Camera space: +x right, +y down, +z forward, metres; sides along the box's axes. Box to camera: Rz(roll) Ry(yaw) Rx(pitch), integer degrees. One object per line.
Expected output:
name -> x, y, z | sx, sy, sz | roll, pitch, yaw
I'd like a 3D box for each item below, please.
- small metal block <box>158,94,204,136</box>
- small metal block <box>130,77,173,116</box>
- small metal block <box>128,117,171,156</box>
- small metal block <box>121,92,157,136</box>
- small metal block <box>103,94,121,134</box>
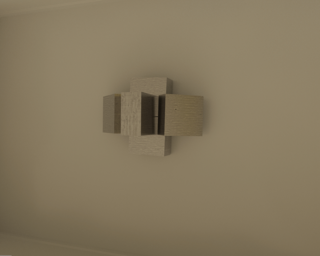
small metal block -> 0.025, -0.016, 0.387 | 0.050, 0.025, 0.050 | 1, 91, -20
small metal block -> -0.012, -0.040, 0.412 | 0.050, 0.025, 0.050 | 3, 91, 19
small metal block -> -0.013, 0.010, 0.413 | 0.050, 0.025, 0.050 | 3, 91, 20
small metal block -> -0.025, -0.016, 0.377 | 0.025, 0.050, 0.050 | 1, 90, 19
small metal block -> -0.057, -0.018, 0.414 | 0.050, 0.025, 0.050 | 2, 91, 63
